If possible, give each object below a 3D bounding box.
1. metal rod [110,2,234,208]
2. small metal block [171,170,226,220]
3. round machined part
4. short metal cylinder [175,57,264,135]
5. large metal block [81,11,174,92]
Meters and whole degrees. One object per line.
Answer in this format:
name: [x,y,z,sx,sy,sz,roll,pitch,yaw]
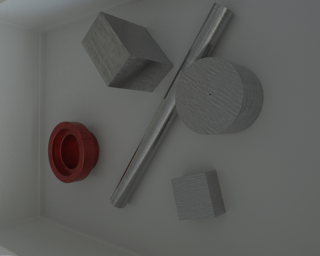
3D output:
metal rod: [0.005,-0.013,0.400,0.025,0.025,0.298,43,115,31]
small metal block: [0.045,0.080,0.368,0.050,0.025,0.050,-19,78,38]
round machined part: [-0.137,0.038,0.506,0.098,0.042,0.097,0,90,39]
short metal cylinder: [0.064,-0.033,0.337,0.080,0.050,0.079,0,90,39]
large metal block: [-0.042,-0.096,0.403,0.050,0.081,0.080,-47,62,29]
